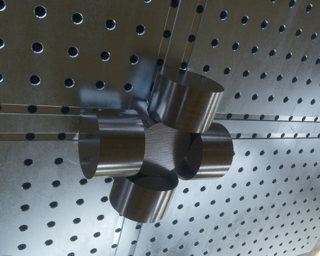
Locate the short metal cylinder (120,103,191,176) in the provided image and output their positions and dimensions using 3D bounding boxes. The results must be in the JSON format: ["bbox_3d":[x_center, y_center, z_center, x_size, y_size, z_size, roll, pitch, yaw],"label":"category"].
[{"bbox_3d":[-0.008,0.014,0.400,0.081,0.050,0.079,-15,125,-22],"label":"short metal cylinder"}]

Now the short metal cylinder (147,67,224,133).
[{"bbox_3d":[0.030,-0.035,0.369,0.081,0.080,0.050,3,117,-30],"label":"short metal cylinder"}]

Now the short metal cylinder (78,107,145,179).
[{"bbox_3d":[-0.058,0.017,0.354,0.050,0.080,0.079,1,118,-30],"label":"short metal cylinder"}]

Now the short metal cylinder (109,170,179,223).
[{"bbox_3d":[-0.022,0.079,0.411,0.081,0.080,0.050,6,115,-31],"label":"short metal cylinder"}]

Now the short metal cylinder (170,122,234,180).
[{"bbox_3d":[0.054,0.031,0.424,0.050,0.080,0.079,4,117,-31],"label":"short metal cylinder"}]
